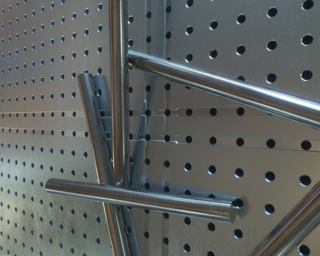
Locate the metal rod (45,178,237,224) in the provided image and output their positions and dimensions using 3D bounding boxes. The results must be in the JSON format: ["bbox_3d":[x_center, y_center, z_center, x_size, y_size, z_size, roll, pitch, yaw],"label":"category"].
[{"bbox_3d":[-0.047,0.093,0.421,0.300,0.025,0.025,0,90,32],"label":"metal rod"}]

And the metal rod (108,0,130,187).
[{"bbox_3d":[-0.055,-0.061,0.425,0.025,0.025,0.298,9,104,39],"label":"metal rod"}]

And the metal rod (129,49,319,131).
[{"bbox_3d":[0.054,-0.054,0.363,0.300,0.025,0.025,25,106,37],"label":"metal rod"}]

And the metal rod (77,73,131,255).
[{"bbox_3d":[-0.088,0.057,0.478,0.025,0.025,0.299,-23,76,37],"label":"metal rod"}]

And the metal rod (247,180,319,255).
[{"bbox_3d":[0.117,0.118,0.311,0.025,0.025,0.298,46,117,30],"label":"metal rod"}]
